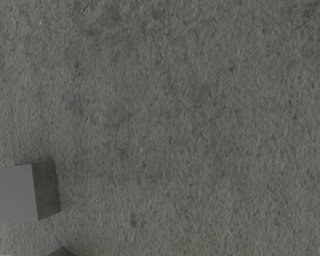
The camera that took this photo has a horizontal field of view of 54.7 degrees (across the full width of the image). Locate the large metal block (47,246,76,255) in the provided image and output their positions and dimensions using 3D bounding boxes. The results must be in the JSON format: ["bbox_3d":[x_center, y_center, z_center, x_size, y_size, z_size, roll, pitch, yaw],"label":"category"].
[{"bbox_3d":[-0.137,0.233,0.442,0.080,0.050,0.080,24,98,18],"label":"large metal block"}]

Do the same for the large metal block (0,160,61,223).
[{"bbox_3d":[-0.202,0.095,0.465,0.080,0.050,0.080,-9,87,19],"label":"large metal block"}]
